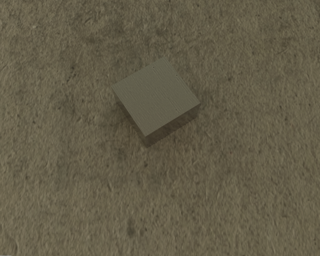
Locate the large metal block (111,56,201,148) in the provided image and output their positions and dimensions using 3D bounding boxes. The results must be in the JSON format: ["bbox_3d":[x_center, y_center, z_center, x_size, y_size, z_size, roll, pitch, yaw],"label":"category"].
[{"bbox_3d":[-0.006,-0.033,0.407,0.080,0.050,0.080,-32,73,-11],"label":"large metal block"}]
